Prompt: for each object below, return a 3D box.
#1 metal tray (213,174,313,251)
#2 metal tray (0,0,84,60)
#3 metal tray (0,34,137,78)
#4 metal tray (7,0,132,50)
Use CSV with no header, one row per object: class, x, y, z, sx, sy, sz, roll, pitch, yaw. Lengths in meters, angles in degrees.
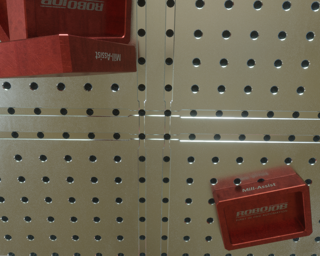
metal tray,0.152,0.126,0.459,0.131,0.030,0.089,-12,110,4
metal tray,-0.155,-0.148,0.354,0.090,0.030,0.129,-25,109,8
metal tray,-0.092,-0.069,0.316,0.090,0.131,0.030,0,100,21
metal tray,-0.084,-0.129,0.313,0.030,0.131,0.089,19,115,34
